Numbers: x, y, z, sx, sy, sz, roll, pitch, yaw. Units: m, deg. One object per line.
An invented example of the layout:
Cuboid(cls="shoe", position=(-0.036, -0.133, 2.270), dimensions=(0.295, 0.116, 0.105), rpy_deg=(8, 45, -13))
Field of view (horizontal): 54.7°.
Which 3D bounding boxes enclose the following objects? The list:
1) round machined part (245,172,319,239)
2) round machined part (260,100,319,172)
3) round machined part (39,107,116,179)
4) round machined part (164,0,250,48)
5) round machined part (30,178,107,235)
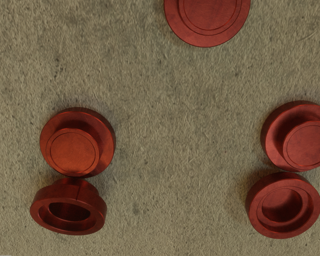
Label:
Cuboid(cls="round machined part", position=(0.170, 0.105, 0.441), dimensions=(0.099, 0.042, 0.097), rpy_deg=(0, 110, 0))
Cuboid(cls="round machined part", position=(0.188, 0.016, 0.408), dimensions=(0.099, 0.042, 0.097), rpy_deg=(0, 110, 0))
Cuboid(cls="round machined part", position=(-0.110, 0.025, 0.409), dimensions=(0.099, 0.042, 0.097), rpy_deg=(0, 110, 0))
Cuboid(cls="round machined part", position=(0.053, -0.141, 0.349), dimensions=(0.099, 0.042, 0.097), rpy_deg=(0, 110, 0))
Cuboid(cls="round machined part", position=(-0.122, 0.105, 0.426), dimensions=(0.099, 0.042, 0.097), rpy_deg=(2, 134, 2))
